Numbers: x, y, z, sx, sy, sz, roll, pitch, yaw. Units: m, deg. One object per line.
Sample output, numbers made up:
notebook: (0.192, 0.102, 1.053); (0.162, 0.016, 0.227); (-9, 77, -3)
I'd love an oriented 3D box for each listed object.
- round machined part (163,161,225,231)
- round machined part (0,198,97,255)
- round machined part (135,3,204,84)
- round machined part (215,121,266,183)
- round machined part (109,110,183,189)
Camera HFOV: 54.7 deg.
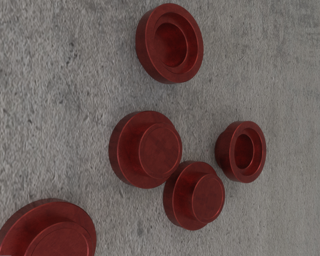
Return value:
round machined part: (0.055, 0.097, 0.440); (0.099, 0.042, 0.097); (0, 90, -40)
round machined part: (-0.106, 0.122, 0.305); (0.099, 0.042, 0.097); (0, 90, -40)
round machined part: (0.008, -0.105, 0.400); (0.099, 0.042, 0.097); (0, 90, -40)
round machined part: (0.126, 0.037, 0.499); (0.099, 0.042, 0.097); (0, 90, -40)
round machined part: (-0.010, 0.027, 0.385); (0.099, 0.042, 0.097); (0, 90, -40)
